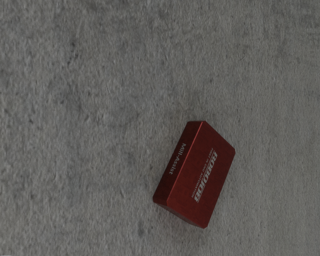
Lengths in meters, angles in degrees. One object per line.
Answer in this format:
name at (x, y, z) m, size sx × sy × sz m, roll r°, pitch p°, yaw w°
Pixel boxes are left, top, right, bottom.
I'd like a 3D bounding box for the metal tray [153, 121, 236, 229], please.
metal tray at (0.054, 0.065, 0.445) m, size 0.090 × 0.030 × 0.130 m, roll 40°, pitch 66°, yaw -33°
